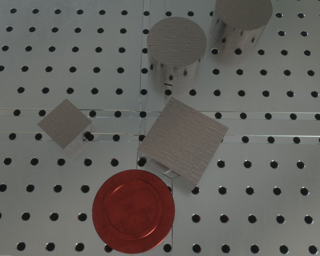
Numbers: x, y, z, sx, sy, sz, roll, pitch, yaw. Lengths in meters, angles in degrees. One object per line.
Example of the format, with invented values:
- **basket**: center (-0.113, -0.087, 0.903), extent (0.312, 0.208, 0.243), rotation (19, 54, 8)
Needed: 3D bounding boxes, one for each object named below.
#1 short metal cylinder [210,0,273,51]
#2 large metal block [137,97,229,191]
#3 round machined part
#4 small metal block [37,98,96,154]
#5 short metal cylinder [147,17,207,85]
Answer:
- **short metal cylinder**: center (0.118, -0.162, 0.459), extent (0.081, 0.050, 0.080), rotation (0, 70, 0)
- **large metal block**: center (0.028, 0.021, 0.391), extent (0.080, 0.050, 0.080), rotation (30, 72, 10)
- **round machined part**: center (-0.032, 0.097, 0.367), extent (0.099, 0.042, 0.098), rotation (0, 70, -1)
- **small metal block**: center (-0.123, -0.002, 0.411), extent (0.050, 0.025, 0.050), rotation (40, 75, 13)
- **short metal cylinder**: center (0.022, -0.108, 0.438), extent (0.081, 0.050, 0.080), rotation (0, 70, 0)
